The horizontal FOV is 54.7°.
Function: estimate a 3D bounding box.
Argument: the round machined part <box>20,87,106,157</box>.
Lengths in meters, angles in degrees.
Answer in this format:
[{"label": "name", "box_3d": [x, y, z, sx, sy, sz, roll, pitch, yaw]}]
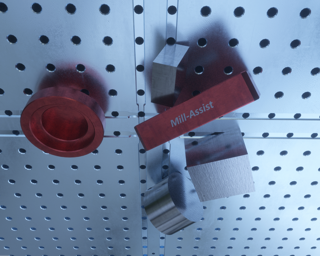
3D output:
[{"label": "round machined part", "box_3d": [-0.117, -0.011, 0.389, 0.099, 0.042, 0.097, -1, 130, 0]}]

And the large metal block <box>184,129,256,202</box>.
[{"label": "large metal block", "box_3d": [0.086, 0.055, 0.444, 0.080, 0.050, 0.080, -14, 129, 11]}]

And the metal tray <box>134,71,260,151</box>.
[{"label": "metal tray", "box_3d": [0.046, -0.020, 0.352, 0.130, 0.090, 0.030, -26, 89, 20]}]

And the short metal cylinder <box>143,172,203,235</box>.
[{"label": "short metal cylinder", "box_3d": [0.021, 0.115, 0.474, 0.050, 0.080, 0.080, -37, 122, 27]}]

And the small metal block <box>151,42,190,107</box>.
[{"label": "small metal block", "box_3d": [0.011, -0.059, 0.342, 0.025, 0.050, 0.050, 15, 131, 12]}]
